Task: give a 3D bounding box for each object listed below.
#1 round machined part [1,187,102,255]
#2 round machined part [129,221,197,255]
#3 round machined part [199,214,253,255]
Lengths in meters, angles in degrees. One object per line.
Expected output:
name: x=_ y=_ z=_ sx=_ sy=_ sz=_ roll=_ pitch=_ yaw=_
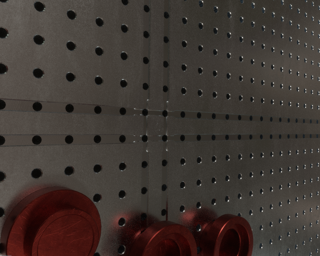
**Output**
round machined part: x=-0.102 y=0.112 z=0.314 sx=0.099 sy=0.042 sz=0.097 roll=0 pitch=90 yaw=-40
round machined part: x=-0.001 y=0.169 z=0.400 sx=0.099 sy=0.042 sz=0.097 roll=0 pitch=90 yaw=-40
round machined part: x=0.100 y=0.184 z=0.486 sx=0.099 sy=0.042 sz=0.097 roll=0 pitch=90 yaw=-40
